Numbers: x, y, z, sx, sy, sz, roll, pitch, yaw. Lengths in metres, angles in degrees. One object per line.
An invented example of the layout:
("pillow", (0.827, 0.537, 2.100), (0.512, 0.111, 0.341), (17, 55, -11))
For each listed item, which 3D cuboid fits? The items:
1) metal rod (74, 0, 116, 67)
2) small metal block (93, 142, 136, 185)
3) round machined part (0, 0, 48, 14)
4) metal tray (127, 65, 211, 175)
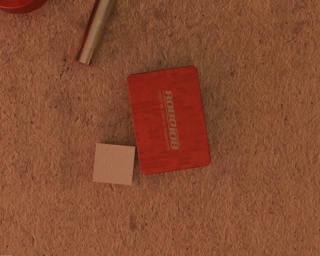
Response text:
("metal rod", (-0.051, -0.225, 0.409), (0.025, 0.025, 0.299), (20, 90, 0))
("small metal block", (-0.059, 0.046, 0.410), (0.050, 0.025, 0.050), (6, 90, 0))
("round machined part", (-0.183, -0.195, 0.400), (0.099, 0.042, 0.097), (0, 90, 0))
("metal tray", (0.011, -0.010, 0.408), (0.091, 0.030, 0.129), (-9, 90, 0))
